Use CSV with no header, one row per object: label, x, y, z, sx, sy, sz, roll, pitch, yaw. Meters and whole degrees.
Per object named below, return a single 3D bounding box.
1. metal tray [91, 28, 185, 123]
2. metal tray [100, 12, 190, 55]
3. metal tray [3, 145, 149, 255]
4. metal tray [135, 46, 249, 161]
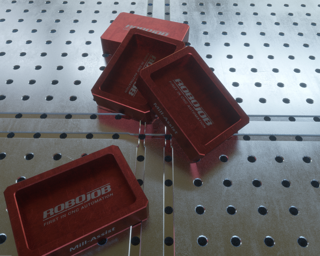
metal tray,-0.028,-0.080,0.450,0.090,0.030,0.130,20,66,14
metal tray,-0.024,-0.154,0.533,0.131,0.030,0.090,15,51,12
metal tray,-0.089,0.081,0.335,0.131,0.030,0.090,-22,54,-18
metal tray,0.042,-0.034,0.400,0.091,0.030,0.130,-33,81,-25
